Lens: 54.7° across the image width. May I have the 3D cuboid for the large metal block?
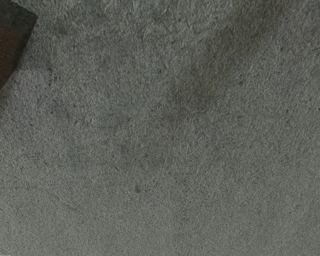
[{"bbox_3d":[-0.183,-0.093,0.310,0.080,0.050,0.080,27,125,-22],"label":"large metal block"}]
